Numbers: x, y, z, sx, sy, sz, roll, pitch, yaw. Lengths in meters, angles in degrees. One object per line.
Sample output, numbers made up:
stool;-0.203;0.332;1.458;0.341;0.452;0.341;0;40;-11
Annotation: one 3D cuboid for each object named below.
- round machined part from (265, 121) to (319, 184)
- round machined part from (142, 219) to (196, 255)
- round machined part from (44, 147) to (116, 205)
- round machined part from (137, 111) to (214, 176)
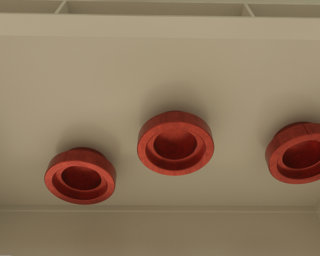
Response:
round machined part;0.194;0.030;0.425;0.099;0.042;0.097;0;130;0
round machined part;0.016;0.204;0.563;0.099;0.042;0.097;0;141;1
round machined part;-0.113;0.066;0.453;0.099;0.042;0.097;0;130;0
round machined part;0.020;0.016;0.411;0.099;0.042;0.097;0;130;0
